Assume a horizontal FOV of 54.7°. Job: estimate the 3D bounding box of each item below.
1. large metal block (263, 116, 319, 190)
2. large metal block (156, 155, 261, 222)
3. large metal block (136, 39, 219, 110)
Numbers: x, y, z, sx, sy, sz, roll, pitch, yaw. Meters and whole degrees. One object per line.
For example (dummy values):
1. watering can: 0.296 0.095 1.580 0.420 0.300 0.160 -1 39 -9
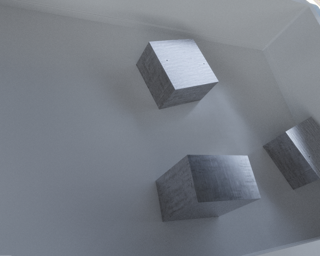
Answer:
1. large metal block: 0.224 0.038 0.487 0.081 0.050 0.080 -22 74 -36
2. large metal block: 0.051 0.070 0.355 0.081 0.080 0.050 3 60 -27
3. large metal block: 0.024 -0.080 0.451 0.081 0.050 0.080 -15 70 -34
